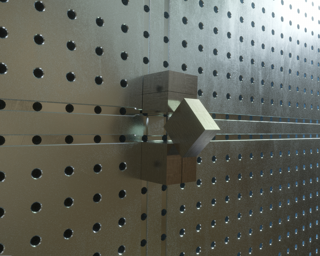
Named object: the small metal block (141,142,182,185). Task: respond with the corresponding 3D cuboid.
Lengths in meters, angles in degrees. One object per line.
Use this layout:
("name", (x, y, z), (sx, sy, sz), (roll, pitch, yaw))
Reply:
("small metal block", (0.001, 0.044, 0.396), (0.025, 0.050, 0.050), (2, 89, -40))

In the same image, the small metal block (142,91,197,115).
("small metal block", (0.013, -0.031, 0.405), (0.050, 0.050, 0.025), (3, 89, -40))

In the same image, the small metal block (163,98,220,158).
("small metal block", (0.037, 0.000, 0.372), (0.025, 0.050, 0.050), (1, 47, -40))

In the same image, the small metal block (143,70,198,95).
("small metal block", (0.013, -0.056, 0.405), (0.050, 0.050, 0.025), (3, 89, -40))

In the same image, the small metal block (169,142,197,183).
("small metal block", (0.021, 0.044, 0.411), (0.025, 0.050, 0.050), (2, 89, -40))
